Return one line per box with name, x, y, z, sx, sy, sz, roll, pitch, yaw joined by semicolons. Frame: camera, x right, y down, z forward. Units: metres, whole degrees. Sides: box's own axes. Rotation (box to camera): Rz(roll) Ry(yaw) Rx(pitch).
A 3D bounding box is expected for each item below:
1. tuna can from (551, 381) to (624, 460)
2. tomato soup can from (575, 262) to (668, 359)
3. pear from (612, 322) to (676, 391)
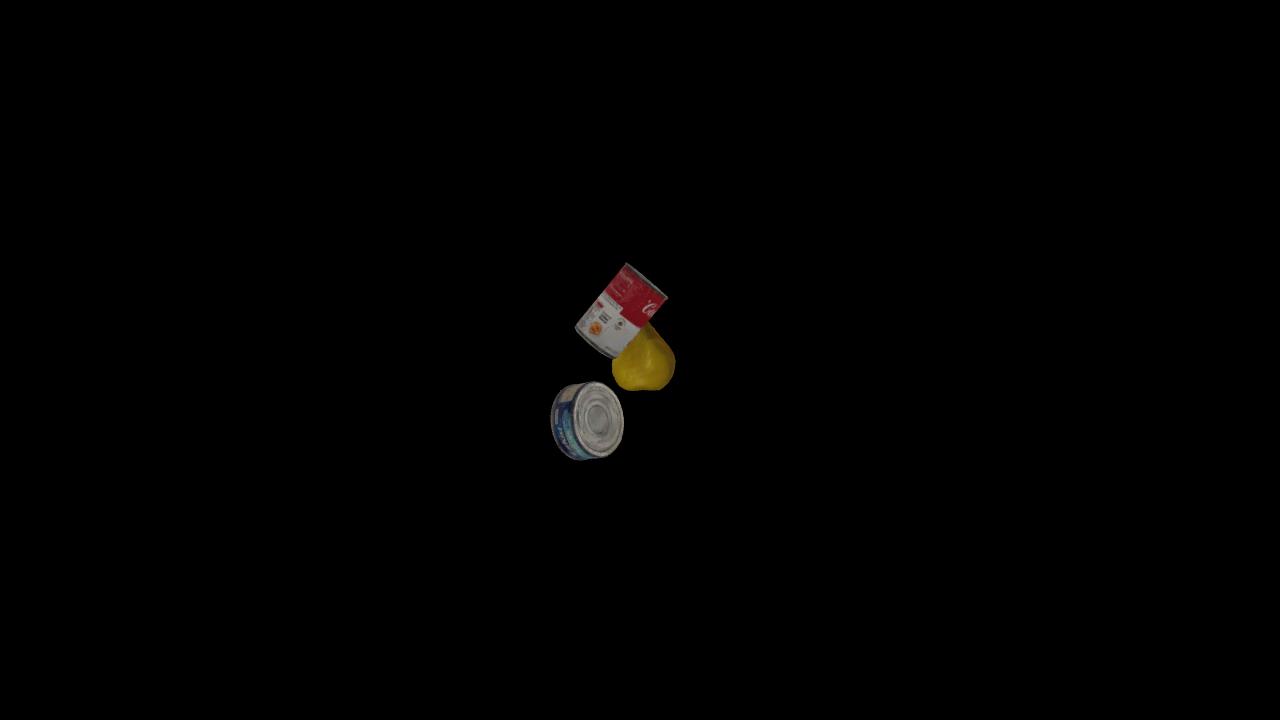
tuna can;-0.055;0.066;0.666;0.034;0.084;0.084;-11;-7;38
tomato soup can;-0.023;-0.058;0.746;0.068;0.101;0.068;40;8;-7
pear;0.004;-0.017;0.768;0.080;0.111;0.080;-1;-2;0
